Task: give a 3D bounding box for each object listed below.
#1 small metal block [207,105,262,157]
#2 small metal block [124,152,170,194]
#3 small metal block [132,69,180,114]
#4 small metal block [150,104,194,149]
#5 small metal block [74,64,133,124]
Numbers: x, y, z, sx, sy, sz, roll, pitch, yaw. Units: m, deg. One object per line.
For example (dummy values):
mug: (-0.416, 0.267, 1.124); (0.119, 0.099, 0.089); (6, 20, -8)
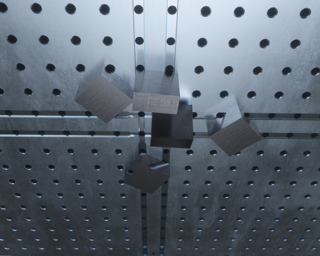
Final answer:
small metal block: (0.100, 0.005, 0.418); (0.050, 0.025, 0.050); (-34, 123, 25)
small metal block: (-0.020, 0.069, 0.471); (0.050, 0.025, 0.050); (27, 125, -22)
small metal block: (-0.005, -0.043, 0.359); (0.050, 0.050, 0.025); (5, 130, -5)
small metal block: (0.014, -0.003, 0.389); (0.050, 0.050, 0.025); (3, 150, -4)
small metal block: (-0.066, -0.040, 0.377); (0.050, 0.025, 0.050); (-36, 122, 26)
